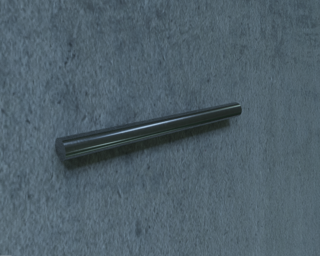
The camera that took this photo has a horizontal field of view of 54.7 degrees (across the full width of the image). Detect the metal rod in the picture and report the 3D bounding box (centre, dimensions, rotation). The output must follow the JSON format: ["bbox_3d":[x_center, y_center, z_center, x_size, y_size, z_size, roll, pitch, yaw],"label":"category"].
[{"bbox_3d":[0.011,-0.004,0.415,0.302,0.025,0.025,-13,99,-39],"label":"metal rod"}]
